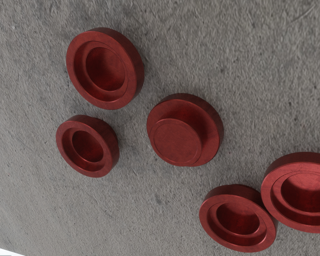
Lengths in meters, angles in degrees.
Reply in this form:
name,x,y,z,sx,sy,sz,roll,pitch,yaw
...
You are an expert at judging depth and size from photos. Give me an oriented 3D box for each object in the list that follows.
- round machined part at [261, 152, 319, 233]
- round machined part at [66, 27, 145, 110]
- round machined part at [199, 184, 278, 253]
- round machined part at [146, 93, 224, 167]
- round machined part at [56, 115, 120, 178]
name,x,y,z,sx,sy,sz,roll,pitch,yaw
round machined part,0.168,0.067,0.349,0.098,0.042,0.097,13,124,21
round machined part,-0.063,-0.075,0.383,0.098,0.042,0.097,13,124,21
round machined part,0.105,0.114,0.411,0.098,0.042,0.097,13,124,21
round machined part,0.026,0.009,0.388,0.098,0.042,0.097,13,124,21
round machined part,-0.103,0.023,0.464,0.098,0.042,0.097,13,124,21
